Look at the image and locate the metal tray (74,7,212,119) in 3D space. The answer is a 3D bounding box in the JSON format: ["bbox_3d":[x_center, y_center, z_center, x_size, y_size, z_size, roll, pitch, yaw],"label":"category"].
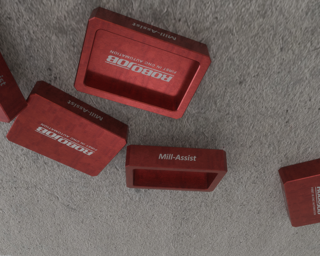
[{"bbox_3d":[-0.021,-0.067,0.346,0.131,0.030,0.089,15,129,-13],"label":"metal tray"}]

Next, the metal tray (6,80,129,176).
[{"bbox_3d":[-0.119,0.006,0.408,0.131,0.030,0.090,29,124,-23],"label":"metal tray"}]

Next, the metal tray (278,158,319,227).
[{"bbox_3d":[0.247,0.105,0.496,0.090,0.030,0.130,-17,129,13],"label":"metal tray"}]

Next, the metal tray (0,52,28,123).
[{"bbox_3d":[-0.205,-0.069,0.321,0.090,0.030,0.129,9,134,22],"label":"metal tray"}]

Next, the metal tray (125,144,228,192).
[{"bbox_3d":[0.019,0.059,0.434,0.131,0.030,0.090,3,151,-3],"label":"metal tray"}]
